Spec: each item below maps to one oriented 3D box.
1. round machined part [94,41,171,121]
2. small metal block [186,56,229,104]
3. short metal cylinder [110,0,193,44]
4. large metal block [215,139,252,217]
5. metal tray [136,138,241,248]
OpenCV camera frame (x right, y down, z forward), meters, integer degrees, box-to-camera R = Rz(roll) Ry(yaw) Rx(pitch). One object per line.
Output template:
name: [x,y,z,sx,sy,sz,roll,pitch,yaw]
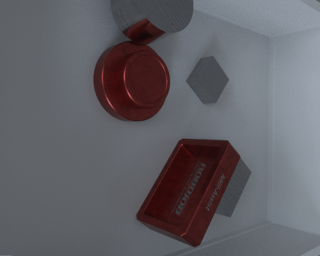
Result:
round machined part: [-0.026,-0.057,0.375,0.099,0.042,0.097,0,91,-40]
small metal block: [0.073,-0.072,0.470,0.050,0.025,0.050,47,62,-30]
short metal cylinder: [-0.009,-0.142,0.353,0.081,0.050,0.080,2,86,-37]
large metal block: [0.083,0.073,0.463,0.080,0.050,0.080,49,61,-29]
metal tray: [0.036,0.075,0.396,0.030,0.090,0.130,47,62,-31]
